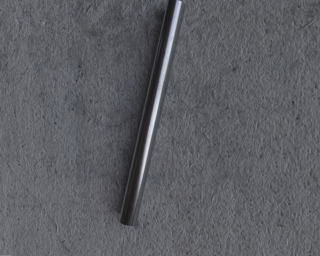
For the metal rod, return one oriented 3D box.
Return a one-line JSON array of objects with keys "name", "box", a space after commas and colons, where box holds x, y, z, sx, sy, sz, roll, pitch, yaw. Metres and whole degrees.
[{"name": "metal rod", "box": [-0.011, -0.016, 0.413, 0.025, 0.025, 0.298, 14, 95, 19]}]
